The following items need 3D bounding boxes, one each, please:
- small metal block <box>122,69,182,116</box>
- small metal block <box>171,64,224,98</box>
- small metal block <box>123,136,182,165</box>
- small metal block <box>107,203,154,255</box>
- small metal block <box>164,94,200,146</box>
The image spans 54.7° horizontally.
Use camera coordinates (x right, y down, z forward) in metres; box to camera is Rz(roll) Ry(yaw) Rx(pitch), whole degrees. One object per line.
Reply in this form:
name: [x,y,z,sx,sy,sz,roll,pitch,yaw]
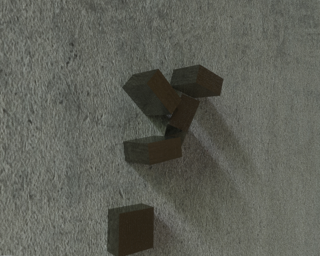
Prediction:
small metal block: [-0.010,-0.042,0.379,0.050,0.050,0.025,50,61,-29]
small metal block: [0.051,-0.063,0.430,0.050,0.050,0.025,21,77,-38]
small metal block: [-0.009,0.026,0.380,0.050,0.050,0.025,-10,97,-39]
small metal block: [-0.035,0.122,0.375,0.050,0.025,0.050,1,89,-40]
small metal block: [0.027,-0.007,0.405,0.025,0.050,0.050,23,60,6]
